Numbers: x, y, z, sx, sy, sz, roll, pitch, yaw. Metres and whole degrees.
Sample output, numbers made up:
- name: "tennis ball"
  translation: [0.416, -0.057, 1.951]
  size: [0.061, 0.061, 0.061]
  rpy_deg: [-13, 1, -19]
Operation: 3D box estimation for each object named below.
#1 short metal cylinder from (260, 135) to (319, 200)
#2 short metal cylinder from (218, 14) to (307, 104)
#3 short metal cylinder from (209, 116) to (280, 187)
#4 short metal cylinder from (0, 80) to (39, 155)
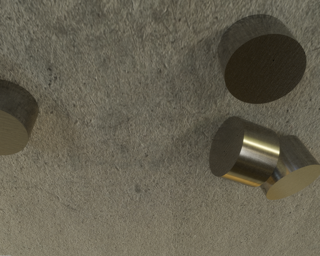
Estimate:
- name: "short metal cylinder"
  translation: [0.168, 0.055, 0.422]
  size: [0.081, 0.050, 0.080]
  rpy_deg: [-15, 141, -12]
- name: "short metal cylinder"
  translation: [0.105, -0.073, 0.330]
  size: [0.081, 0.050, 0.079]
  rpy_deg: [0, 130, 0]
- name: "short metal cylinder"
  translation: [0.106, 0.030, 0.398]
  size: [0.050, 0.080, 0.079]
  rpy_deg: [19, 128, -15]
- name: "short metal cylinder"
  translation: [-0.195, -0.012, 0.375]
  size: [0.081, 0.050, 0.079]
  rpy_deg: [-2, 134, -2]
